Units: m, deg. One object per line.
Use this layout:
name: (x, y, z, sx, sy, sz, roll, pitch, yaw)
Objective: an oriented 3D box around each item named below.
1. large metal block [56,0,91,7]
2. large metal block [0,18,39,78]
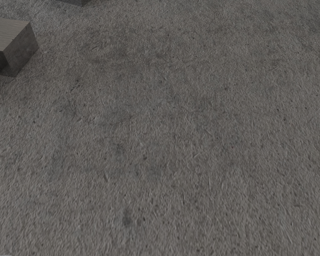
large metal block: (-0.175, -0.300, 0.638, 0.080, 0.050, 0.080, 20, 53, 16)
large metal block: (-0.257, -0.131, 0.496, 0.080, 0.050, 0.080, 10, 51, 8)
